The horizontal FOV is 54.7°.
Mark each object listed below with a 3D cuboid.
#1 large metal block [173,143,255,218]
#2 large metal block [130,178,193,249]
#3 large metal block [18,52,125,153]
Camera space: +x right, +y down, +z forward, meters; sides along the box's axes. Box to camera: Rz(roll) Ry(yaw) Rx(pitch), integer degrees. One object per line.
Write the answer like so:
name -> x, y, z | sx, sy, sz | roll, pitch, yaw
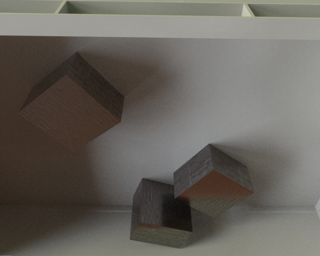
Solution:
large metal block -> 0.078, 0.081, 0.462 | 0.080, 0.050, 0.080 | 31, 124, -24
large metal block -> 0.001, 0.133, 0.486 | 0.081, 0.080, 0.050 | 15, 129, -13
large metal block -> -0.101, -0.028, 0.368 | 0.080, 0.050, 0.080 | -31, 124, 23
